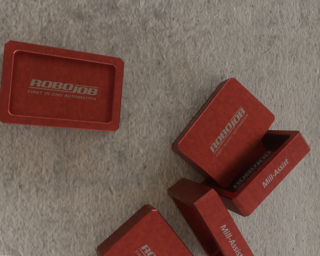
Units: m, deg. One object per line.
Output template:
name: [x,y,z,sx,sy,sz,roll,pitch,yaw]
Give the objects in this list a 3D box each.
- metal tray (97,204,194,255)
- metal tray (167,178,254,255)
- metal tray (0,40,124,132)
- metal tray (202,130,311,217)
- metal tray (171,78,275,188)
metal tray: [-0.007,0.178,0.405,0.090,0.030,0.130,-40,103,-16]
metal tray: [0.068,0.131,0.401,0.030,0.090,0.130,-34,102,-17]
metal tray: [-0.112,-0.045,0.365,0.131,0.030,0.089,5,88,-20]
metal tray: [0.126,0.055,0.422,0.130,0.090,0.030,-40,104,-16]
metal tray: [0.090,0.006,0.434,0.090,0.030,0.130,41,76,-9]
